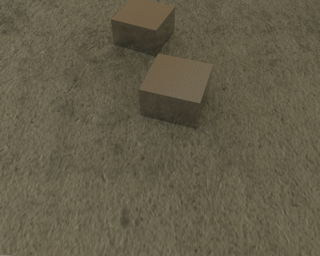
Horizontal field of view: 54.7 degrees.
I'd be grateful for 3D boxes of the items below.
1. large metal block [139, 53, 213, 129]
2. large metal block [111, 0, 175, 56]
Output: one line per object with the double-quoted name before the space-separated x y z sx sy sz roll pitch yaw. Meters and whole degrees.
"large metal block" 0.023 -0.053 0.432 0.080 0.050 0.080 14 51 11
"large metal block" -0.027 -0.176 0.535 0.080 0.050 0.080 19 52 14
